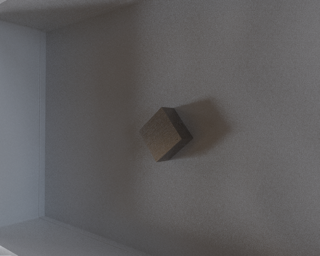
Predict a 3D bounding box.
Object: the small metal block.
[{"bbox_3d":[0.007,0.008,0.400,0.050,0.025,0.050,-45,63,30],"label":"small metal block"}]
